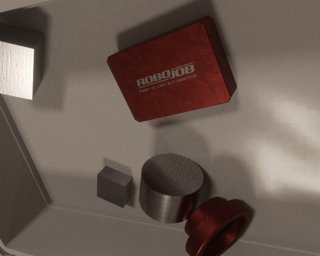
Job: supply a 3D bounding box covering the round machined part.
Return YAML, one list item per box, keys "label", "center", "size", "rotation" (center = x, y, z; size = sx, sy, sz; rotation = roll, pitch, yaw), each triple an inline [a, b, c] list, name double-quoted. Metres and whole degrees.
- label: "round machined part"
  center: [0.072, 0.131, 0.413]
  size: [0.042, 0.099, 0.097]
  rotation: [44, 136, 37]

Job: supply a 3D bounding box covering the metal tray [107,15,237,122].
- label: "metal tray"
  center: [0.012, -0.063, 0.360]
  size: [0.130, 0.030, 0.090]
  rotation: [-12, 113, 32]

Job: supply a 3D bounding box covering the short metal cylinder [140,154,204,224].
- label: "short metal cylinder"
  center: [0.014, 0.079, 0.413]
  size: [0.080, 0.080, 0.050]
  rotation: [19, 126, 17]

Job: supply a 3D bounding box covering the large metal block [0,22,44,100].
- label: "large metal block"
  center: [-0.208, -0.093, 0.422]
  size: [0.081, 0.050, 0.079]
  rotation: [11, 128, -11]

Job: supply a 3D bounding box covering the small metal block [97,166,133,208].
- label: "small metal block"
  center: [-0.074, 0.096, 0.505]
  size: [0.050, 0.025, 0.050]
  rotation: [20, 126, 16]
